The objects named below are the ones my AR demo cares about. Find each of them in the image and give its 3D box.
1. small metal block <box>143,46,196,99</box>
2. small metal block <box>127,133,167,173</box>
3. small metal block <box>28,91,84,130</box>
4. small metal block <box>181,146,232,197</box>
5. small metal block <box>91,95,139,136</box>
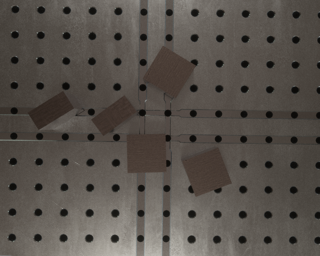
[{"bbox_3d":[0.012,-0.073,0.414,0.050,0.025,0.050,31,90,-1],"label":"small metal block"},{"bbox_3d":[-0.017,0.033,0.413,0.050,0.025,0.050,-1,90,-1],"label":"small metal block"},{"bbox_3d":[-0.132,-0.021,0.399,0.050,0.050,0.025,-32,90,0],"label":"small metal block"},{"bbox_3d":[0.061,0.057,0.414,0.050,0.025,0.050,-21,90,-1],"label":"small metal block"},{"bbox_3d":[-0.056,-0.015,0.400,0.050,0.050,0.025,-36,90,0],"label":"small metal block"}]
